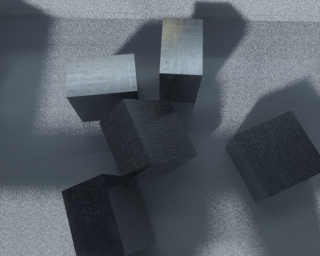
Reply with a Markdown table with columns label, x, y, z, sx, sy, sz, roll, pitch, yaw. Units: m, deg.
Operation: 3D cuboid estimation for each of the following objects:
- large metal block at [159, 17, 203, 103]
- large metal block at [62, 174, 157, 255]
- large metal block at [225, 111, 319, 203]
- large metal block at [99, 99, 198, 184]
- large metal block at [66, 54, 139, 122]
| label | x | y | z | sx | sy | sz | roll | pitch | yaw |
| --- | --- | --- | --- | --- | --- | --- | --- | --- | --- |
| large metal block | 0.027 | -0.087 | 0.413 | 0.050 | 0.080 | 0.080 | 3 | 70 | 1 |
| large metal block | -0.053 | 0.099 | 0.337 | 0.050 | 0.080 | 0.080 | -24 | 71 | 14 |
| large metal block | 0.141 | 0.036 | 0.385 | 0.080 | 0.050 | 0.080 | -23 | 72 | -8 |
| large metal block | -0.013 | 0.013 | 0.370 | 0.081 | 0.050 | 0.080 | -4 | 62 | -49 |
| large metal block | -0.069 | -0.048 | 0.397 | 0.081 | 0.080 | 0.050 | -6 | 70 | -3 |
